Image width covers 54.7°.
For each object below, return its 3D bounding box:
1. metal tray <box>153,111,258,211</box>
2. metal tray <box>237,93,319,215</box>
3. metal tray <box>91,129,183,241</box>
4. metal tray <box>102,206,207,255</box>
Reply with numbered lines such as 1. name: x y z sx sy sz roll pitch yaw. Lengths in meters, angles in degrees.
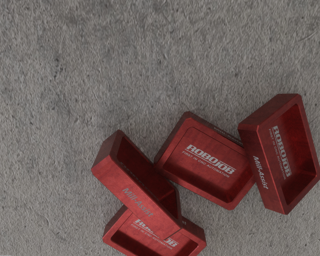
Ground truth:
1. metal tray: 0.068 0.047 0.424 0.131 0.030 0.090 29 107 -11
2. metal tray: 0.156 0.032 0.395 0.091 0.030 0.129 -33 111 -27
3. metal tray: -0.025 0.070 0.400 0.030 0.090 0.130 -38 106 13
4. metal tray: -0.008 0.162 0.466 0.130 0.030 0.090 35 106 -12
